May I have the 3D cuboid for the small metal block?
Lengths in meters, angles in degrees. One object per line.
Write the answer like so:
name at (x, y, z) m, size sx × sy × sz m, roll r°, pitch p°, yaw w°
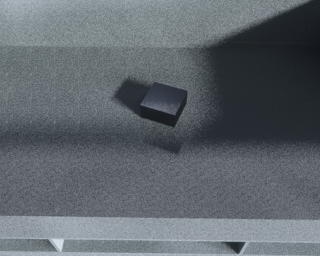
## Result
small metal block at (0.006, -0.034, 0.434) m, size 0.050 × 0.025 × 0.050 m, roll 17°, pitch 52°, yaw 14°
